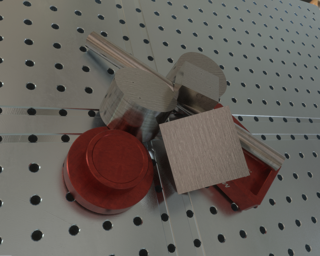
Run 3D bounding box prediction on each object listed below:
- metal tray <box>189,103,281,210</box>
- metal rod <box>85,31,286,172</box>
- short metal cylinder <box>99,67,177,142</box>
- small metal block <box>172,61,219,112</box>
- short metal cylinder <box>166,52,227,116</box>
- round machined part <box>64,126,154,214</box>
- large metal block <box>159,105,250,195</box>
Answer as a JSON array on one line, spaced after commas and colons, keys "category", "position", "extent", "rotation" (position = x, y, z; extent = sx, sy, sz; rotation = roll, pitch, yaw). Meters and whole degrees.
[{"category": "metal tray", "position": [0.098, 0.037, 0.431], "extent": [0.130, 0.030, 0.090], "rotation": [45, 51, 3]}, {"category": "metal rod", "position": [0.029, -0.038, 0.411], "extent": [0.301, 0.025, 0.025], "rotation": [34, 51, 6]}, {"category": "short metal cylinder", "position": [-0.027, -0.029, 0.377], "extent": [0.080, 0.050, 0.080], "rotation": [22, 35, -16]}, {"category": "small metal block", "position": [0.046, -0.051, 0.392], "extent": [0.050, 0.025, 0.050], "rotation": [23, 45, -14]}, {"category": "short metal cylinder", "position": [0.050, -0.064, 0.454], "extent": [0.081, 0.050, 0.080], "rotation": [14, 56, -21]}, {"category": "round machined part", "position": [-0.051, 0.041, 0.339], "extent": [0.099, 0.042, 0.098], "rotation": [14, 56, -21]}, {"category": "large metal block", "position": [0.050, 0.026, 0.365], "extent": [0.080, 0.050, 0.080], "rotation": [-15, 83, 1]}]
